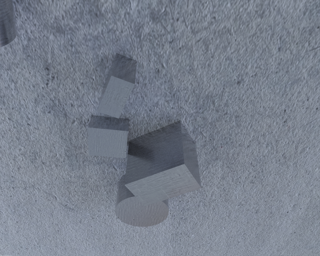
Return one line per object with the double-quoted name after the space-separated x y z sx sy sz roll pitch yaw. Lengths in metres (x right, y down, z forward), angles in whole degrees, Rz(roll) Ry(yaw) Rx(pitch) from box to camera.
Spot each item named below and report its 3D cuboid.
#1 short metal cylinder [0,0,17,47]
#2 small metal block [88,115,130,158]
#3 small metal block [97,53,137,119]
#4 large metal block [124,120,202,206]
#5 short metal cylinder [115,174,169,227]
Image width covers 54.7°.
-0.175 -0.109 0.276 0.081 0.080 0.050 7 130 -6 "short metal cylinder"
-0.069 0.012 0.417 0.050 0.025 0.050 6 130 -6 "small metal block"
-0.048 -0.048 0.349 0.025 0.050 0.050 19 128 -16 "small metal block"
0.004 0.046 0.411 0.080 0.080 0.050 -22 127 17 "large metal block"
-0.027 0.111 0.485 0.081 0.050 0.079 0 130 0 "short metal cylinder"
